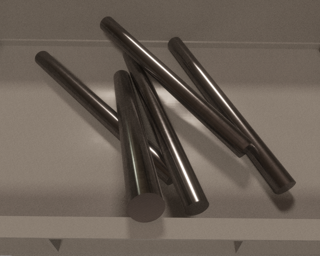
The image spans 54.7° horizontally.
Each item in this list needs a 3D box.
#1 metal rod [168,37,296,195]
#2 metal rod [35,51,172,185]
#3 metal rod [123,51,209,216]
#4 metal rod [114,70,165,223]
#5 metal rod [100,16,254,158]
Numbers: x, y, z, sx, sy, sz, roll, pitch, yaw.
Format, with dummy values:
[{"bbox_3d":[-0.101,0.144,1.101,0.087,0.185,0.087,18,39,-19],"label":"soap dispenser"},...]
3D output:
[{"bbox_3d":[0.084,-0.038,0.437,0.025,0.025,0.300,-18,53,-15],"label":"metal rod"},{"bbox_3d":[-0.086,-0.028,0.427,0.025,0.025,0.300,-36,59,-26],"label":"metal rod"},{"bbox_3d":[-0.007,-0.022,0.402,0.025,0.025,0.300,-13,45,-11],"label":"metal rod"},{"bbox_3d":[-0.033,-0.012,0.338,0.025,0.025,0.300,-8,27,-7],"label":"metal rod"},{"bbox_3d":[0.008,-0.071,0.431,0.025,0.025,0.300,-32,62,-24],"label":"metal rod"}]
